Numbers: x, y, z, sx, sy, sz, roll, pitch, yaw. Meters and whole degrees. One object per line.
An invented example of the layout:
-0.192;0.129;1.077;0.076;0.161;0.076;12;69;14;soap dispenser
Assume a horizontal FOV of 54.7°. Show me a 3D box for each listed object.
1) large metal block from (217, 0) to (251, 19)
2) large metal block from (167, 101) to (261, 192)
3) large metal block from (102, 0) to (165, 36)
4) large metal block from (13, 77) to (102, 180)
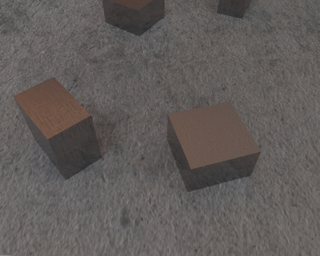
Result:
0.152;-0.273;0.599;0.050;0.080;0.080;19;53;15;large metal block
0.059;0.021;0.371;0.081;0.050;0.080;-13;51;-11;large metal block
-0.047;-0.224;0.575;0.080;0.050;0.080;27;55;21;large metal block
-0.118;0.001;0.365;0.050;0.080;0.080;-33;58;-25;large metal block
